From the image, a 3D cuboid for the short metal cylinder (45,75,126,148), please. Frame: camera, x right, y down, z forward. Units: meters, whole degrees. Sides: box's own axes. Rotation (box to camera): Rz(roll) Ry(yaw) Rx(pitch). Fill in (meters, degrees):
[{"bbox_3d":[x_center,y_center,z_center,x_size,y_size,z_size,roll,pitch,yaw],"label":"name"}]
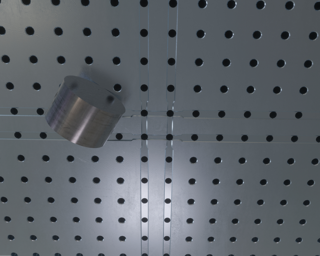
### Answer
[{"bbox_3d":[-0.090,-0.020,0.376,0.080,0.080,0.050,31,107,-11],"label":"short metal cylinder"}]
